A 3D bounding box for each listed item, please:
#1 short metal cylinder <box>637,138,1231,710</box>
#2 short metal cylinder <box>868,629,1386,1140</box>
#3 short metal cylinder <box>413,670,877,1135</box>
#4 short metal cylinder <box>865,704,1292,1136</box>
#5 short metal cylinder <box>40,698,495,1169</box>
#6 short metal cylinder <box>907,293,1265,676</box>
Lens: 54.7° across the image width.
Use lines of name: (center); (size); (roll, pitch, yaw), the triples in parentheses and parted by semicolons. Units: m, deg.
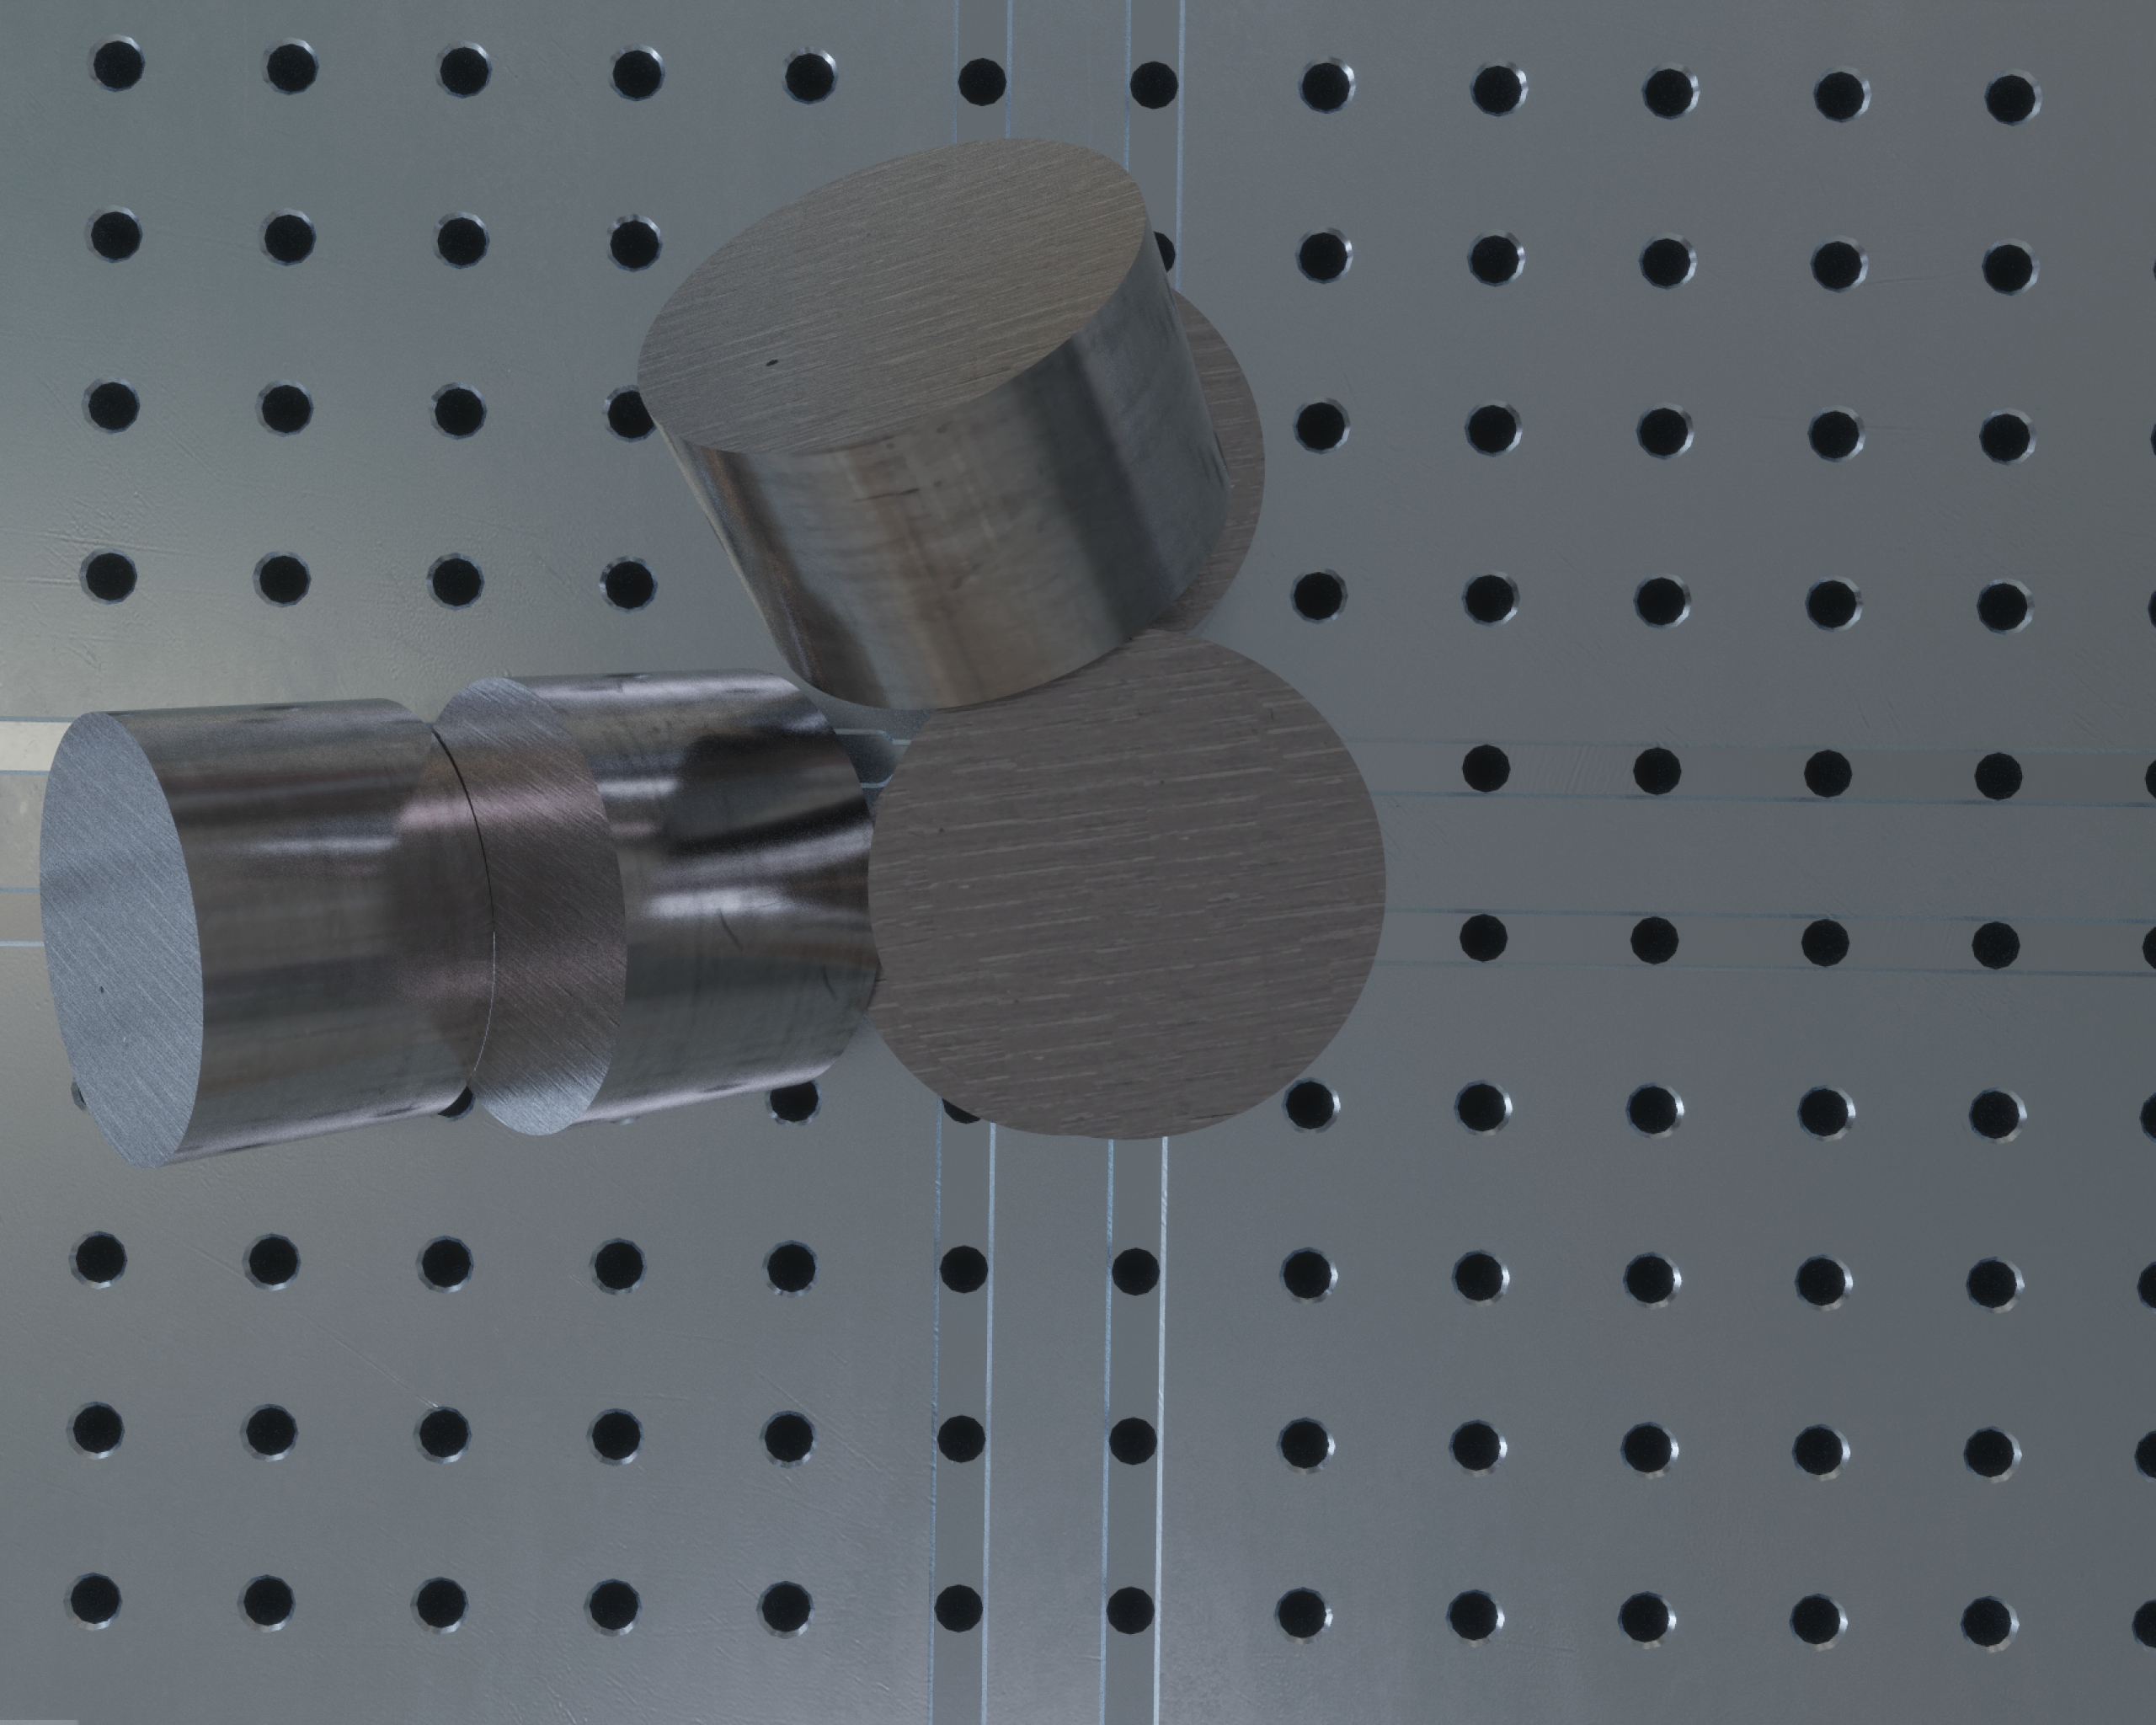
short metal cylinder: (-0.021, -0.070, 0.329); (0.080, 0.080, 0.050); (-24, 133, 0)
short metal cylinder: (0.008, 0.003, 0.349); (0.081, 0.050, 0.079); (0, 90, 0)
short metal cylinder: (-0.080, 0.005, 0.378); (0.050, 0.080, 0.080); (-7, 90, -42)
short metal cylinder: (-0.002, 0.009, 0.400); (0.081, 0.050, 0.079); (0, 90, 0)
short metal cylinder: (-0.148, 0.011, 0.378); (0.050, 0.080, 0.080); (-8, 90, -42)
short metal cylinder: (-0.006, -0.071, 0.400); (0.081, 0.050, 0.079); (0, 90, 0)
